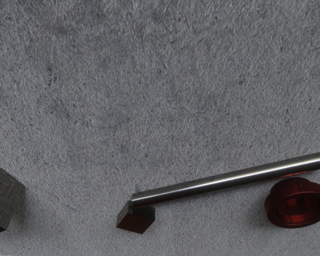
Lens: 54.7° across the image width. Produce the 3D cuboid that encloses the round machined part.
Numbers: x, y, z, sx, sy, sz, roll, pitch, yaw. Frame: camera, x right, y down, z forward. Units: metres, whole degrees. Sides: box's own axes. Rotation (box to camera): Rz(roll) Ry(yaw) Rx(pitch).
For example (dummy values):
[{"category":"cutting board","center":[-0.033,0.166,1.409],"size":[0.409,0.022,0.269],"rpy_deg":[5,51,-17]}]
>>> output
[{"category":"round machined part","center":[0.217,0.116,0.497],"size":[0.099,0.042,0.097],"rpy_deg":[0,130,0]}]

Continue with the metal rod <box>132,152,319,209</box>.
[{"category":"metal rod","center":[0.101,0.082,0.477],"size":[0.301,0.025,0.025],"rpy_deg":[-15,129,12]}]

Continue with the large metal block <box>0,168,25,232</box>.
[{"category":"large metal block","center":[-0.266,0.117,0.468],"size":[0.080,0.080,0.050],"rpy_deg":[-22,127,17]}]

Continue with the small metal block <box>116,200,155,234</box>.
[{"category":"small metal block","center":[-0.042,0.156,0.540],"size":[0.050,0.025,0.050],"rpy_deg":[21,127,-18]}]
